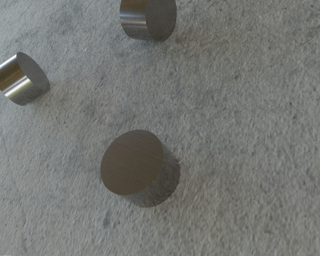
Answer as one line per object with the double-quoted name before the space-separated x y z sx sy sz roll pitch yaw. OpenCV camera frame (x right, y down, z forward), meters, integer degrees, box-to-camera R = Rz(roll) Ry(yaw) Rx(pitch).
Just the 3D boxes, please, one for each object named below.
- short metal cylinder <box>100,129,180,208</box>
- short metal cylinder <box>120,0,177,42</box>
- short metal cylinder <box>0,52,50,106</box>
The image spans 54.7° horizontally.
"short metal cylinder" -0.023 0.049 0.369 0.080 0.050 0.080 -13 56 20
"short metal cylinder" -0.017 -0.178 0.485 0.050 0.080 0.080 16 70 34
"short metal cylinder" -0.242 -0.086 0.545 0.050 0.080 0.080 -32 52 8
